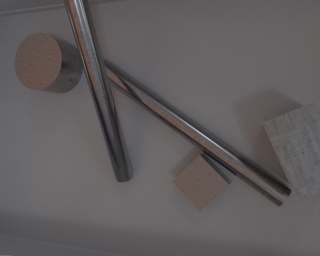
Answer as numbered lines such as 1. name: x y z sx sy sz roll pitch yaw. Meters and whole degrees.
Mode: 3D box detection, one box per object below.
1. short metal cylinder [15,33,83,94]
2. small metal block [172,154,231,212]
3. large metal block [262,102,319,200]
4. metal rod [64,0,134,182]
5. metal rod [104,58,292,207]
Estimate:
1. short metal cylinder: -0.161 -0.093 0.452 0.080 0.050 0.079 0 90 19
2. small metal block: 0.053 0.068 0.391 0.050 0.025 0.050 -47 76 14
3. large metal block: 0.150 0.022 0.328 0.050 0.080 0.080 -24 82 18
4. metal rod: -0.077 -0.066 0.370 0.025 0.025 0.298 -3 115 20
5. metal rod: 0.029 -0.004 0.399 0.300 0.025 0.025 36 102 16
